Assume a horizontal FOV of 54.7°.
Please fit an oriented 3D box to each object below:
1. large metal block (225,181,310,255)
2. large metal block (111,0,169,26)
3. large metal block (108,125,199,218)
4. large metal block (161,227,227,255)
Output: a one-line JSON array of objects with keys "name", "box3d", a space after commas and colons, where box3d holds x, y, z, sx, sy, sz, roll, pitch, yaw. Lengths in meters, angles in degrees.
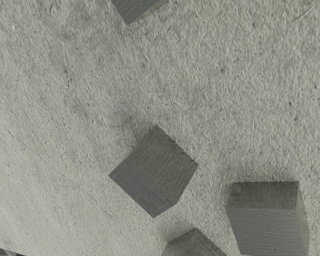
[{"name": "large metal block", "box3d": [0.137, 0.115, 0.390, 0.080, 0.050, 0.080, -7, 115, 31]}, {"name": "large metal block", "box3d": [-0.015, -0.160, 0.299, 0.080, 0.050, 0.080, -24, 106, 36]}, {"name": "large metal block", "box3d": [-0.006, 0.055, 0.409, 0.080, 0.080, 0.050, 44, 129, -3]}, {"name": "large metal block", "box3d": [0.054, 0.218, 0.497, 0.080, 0.050, 0.080, 44, 129, -2]}]
